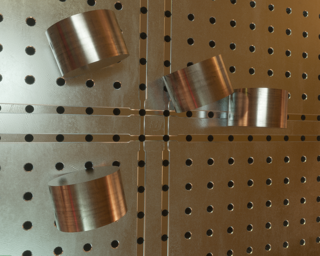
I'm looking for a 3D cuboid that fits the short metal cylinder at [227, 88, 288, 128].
[{"bbox_3d":[0.137,-0.026,0.436,0.081,0.080,0.050,3,89,-20],"label":"short metal cylinder"}]

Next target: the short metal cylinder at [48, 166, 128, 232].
[{"bbox_3d":[-0.081,0.078,0.354,0.081,0.080,0.050,-12,94,-20],"label":"short metal cylinder"}]

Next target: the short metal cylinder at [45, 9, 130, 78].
[{"bbox_3d":[-0.081,-0.095,0.354,0.081,0.080,0.050,-22,98,-19],"label":"short metal cylinder"}]

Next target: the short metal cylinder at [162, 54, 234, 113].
[{"bbox_3d":[0.049,-0.057,0.403,0.081,0.080,0.050,-24,98,-19],"label":"short metal cylinder"}]
